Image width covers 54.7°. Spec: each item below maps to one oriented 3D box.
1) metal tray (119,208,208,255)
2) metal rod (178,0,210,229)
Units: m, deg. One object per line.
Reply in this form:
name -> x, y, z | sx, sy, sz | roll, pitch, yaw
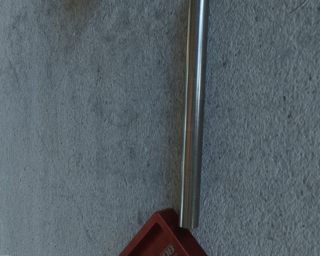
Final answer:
metal tray -> -0.003, 0.180, 0.404 | 0.090, 0.030, 0.129 | 50, 119, 28
metal rod -> 0.041, -0.031, 0.371 | 0.025, 0.025, 0.298 | 4, 93, 40
